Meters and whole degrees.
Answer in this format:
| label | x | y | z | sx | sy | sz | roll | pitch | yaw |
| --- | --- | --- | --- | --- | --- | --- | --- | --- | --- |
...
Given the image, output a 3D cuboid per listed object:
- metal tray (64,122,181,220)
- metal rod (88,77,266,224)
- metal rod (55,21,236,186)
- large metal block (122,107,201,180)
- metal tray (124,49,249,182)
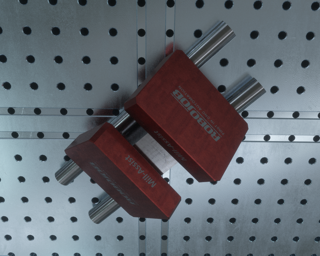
| label | x | y | z | sx | sy | sz | roll | pitch | yaw |
| --- | --- | --- | --- | --- | --- | --- | --- | --- | --- |
| metal tray | -0.046 | 0.057 | 0.376 | 0.130 | 0.030 | 0.090 | 48 | 146 | -16 |
| metal rod | 0.015 | 0.038 | 0.428 | 0.300 | 0.025 | 0.025 | -40 | 106 | 13 |
| metal rod | -0.028 | -0.024 | 0.404 | 0.300 | 0.025 | 0.025 | -41 | 106 | 13 |
| large metal block | 0.001 | 0.011 | 0.388 | 0.080 | 0.080 | 0.050 | -40 | 106 | 13 |
| metal tray | 0.035 | -0.012 | 0.351 | 0.130 | 0.030 | 0.090 | 45 | 60 | -15 |
